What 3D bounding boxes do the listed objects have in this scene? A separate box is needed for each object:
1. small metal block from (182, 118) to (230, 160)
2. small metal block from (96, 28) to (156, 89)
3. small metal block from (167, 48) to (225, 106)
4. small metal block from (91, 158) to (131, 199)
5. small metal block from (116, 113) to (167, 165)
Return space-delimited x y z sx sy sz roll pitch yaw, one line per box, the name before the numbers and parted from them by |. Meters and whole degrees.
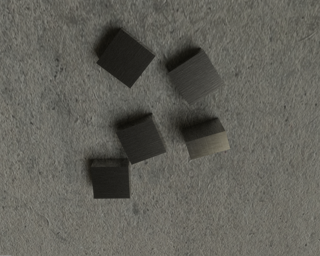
small metal block | 0.059 0.013 0.402 0.050 0.050 0.025 -16 109 6
small metal block | -0.041 -0.085 0.378 0.050 0.025 0.050 36 106 -13
small metal block | 0.044 -0.064 0.387 0.050 0.025 0.050 -32 107 11
small metal block | -0.067 0.071 0.435 0.050 0.025 0.050 -1 110 0
small metal block | -0.024 0.015 0.415 0.050 0.025 0.050 -21 109 7
